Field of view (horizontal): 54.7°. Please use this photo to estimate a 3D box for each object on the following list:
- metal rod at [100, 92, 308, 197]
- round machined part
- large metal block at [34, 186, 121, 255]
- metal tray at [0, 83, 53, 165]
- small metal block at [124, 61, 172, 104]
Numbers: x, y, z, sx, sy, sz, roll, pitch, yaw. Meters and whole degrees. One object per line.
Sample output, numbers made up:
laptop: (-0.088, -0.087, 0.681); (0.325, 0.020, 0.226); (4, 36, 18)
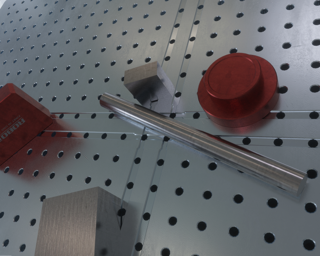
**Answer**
metal rod: (0.028, 0.006, 0.389); (0.300, 0.025, 0.025); (24, 75, 36)
round machined part: (0.093, -0.053, 0.382); (0.098, 0.042, 0.098); (-13, 56, 21)
large metal block: (-0.095, 0.123, 0.367); (0.080, 0.050, 0.080); (-16, 55, 19)
metal tray: (-0.254, -0.001, 0.500); (0.130, 0.090, 0.030); (-39, 51, 2)
small metal block: (-0.016, -0.063, 0.440); (0.050, 0.050, 0.025); (-13, 57, 21)
